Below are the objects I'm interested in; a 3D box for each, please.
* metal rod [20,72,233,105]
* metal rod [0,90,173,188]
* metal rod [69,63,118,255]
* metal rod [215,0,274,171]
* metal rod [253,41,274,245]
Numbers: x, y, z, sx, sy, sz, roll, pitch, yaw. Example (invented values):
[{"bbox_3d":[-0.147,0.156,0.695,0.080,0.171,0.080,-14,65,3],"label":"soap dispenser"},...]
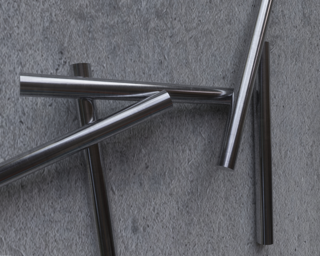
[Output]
[{"bbox_3d":[-0.009,-0.045,0.387,0.303,0.025,0.025,0,90,-27],"label":"metal rod"},{"bbox_3d":[-0.124,0.029,0.342,0.302,0.025,0.025,-25,99,-11],"label":"metal rod"},{"bbox_3d":[-0.077,0.072,0.380,0.025,0.025,0.298,-9,93,-20],"label":"metal rod"},{"bbox_3d":[0.124,-0.086,0.431,0.025,0.025,0.299,23,74,-19],"label":"metal rod"},{"bbox_3d":[0.155,0.023,0.465,0.025,0.025,0.298,-2,91,-20],"label":"metal rod"}]
